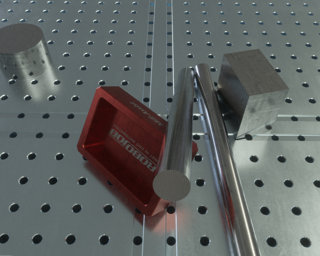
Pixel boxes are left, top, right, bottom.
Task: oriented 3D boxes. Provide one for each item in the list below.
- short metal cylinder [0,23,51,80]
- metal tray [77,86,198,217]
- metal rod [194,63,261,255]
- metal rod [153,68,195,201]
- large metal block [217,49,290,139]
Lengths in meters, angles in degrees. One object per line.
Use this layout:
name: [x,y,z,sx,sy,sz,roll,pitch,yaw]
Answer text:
short metal cylinder: [-0.220,-0.122,0.493,0.081,0.050,0.080,0,50,0]
metal tray: [-0.032,0.022,0.345,0.130,0.089,0.030,37,26,27]
metal rod: [0.076,0.023,0.388,0.025,0.025,0.300,-3,50,-3]
metal rod: [0.024,-0.021,0.342,0.025,0.025,0.301,6,24,5]
large metal block: [0.116,-0.045,0.410,0.050,0.080,0.080,-11,51,-9]
